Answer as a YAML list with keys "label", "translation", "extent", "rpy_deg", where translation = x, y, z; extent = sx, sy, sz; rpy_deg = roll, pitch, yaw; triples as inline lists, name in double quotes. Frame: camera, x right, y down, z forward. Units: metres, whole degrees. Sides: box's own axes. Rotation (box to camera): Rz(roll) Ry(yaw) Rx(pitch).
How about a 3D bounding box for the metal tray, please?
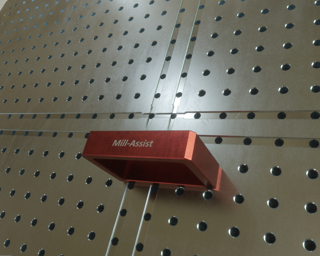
- label: "metal tray"
  translation: [-0.009, 0.036, 0.349]
  extent: [0.130, 0.090, 0.030]
  rpy_deg: [-1, 62, 28]
